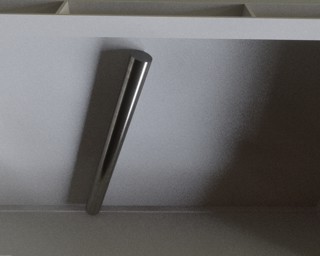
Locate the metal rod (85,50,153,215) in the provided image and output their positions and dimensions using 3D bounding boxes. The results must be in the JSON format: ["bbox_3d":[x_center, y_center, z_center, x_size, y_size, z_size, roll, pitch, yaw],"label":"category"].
[{"bbox_3d":[-0.067,0.029,0.432,0.025,0.025,0.298,14,129,-12],"label":"metal rod"}]
